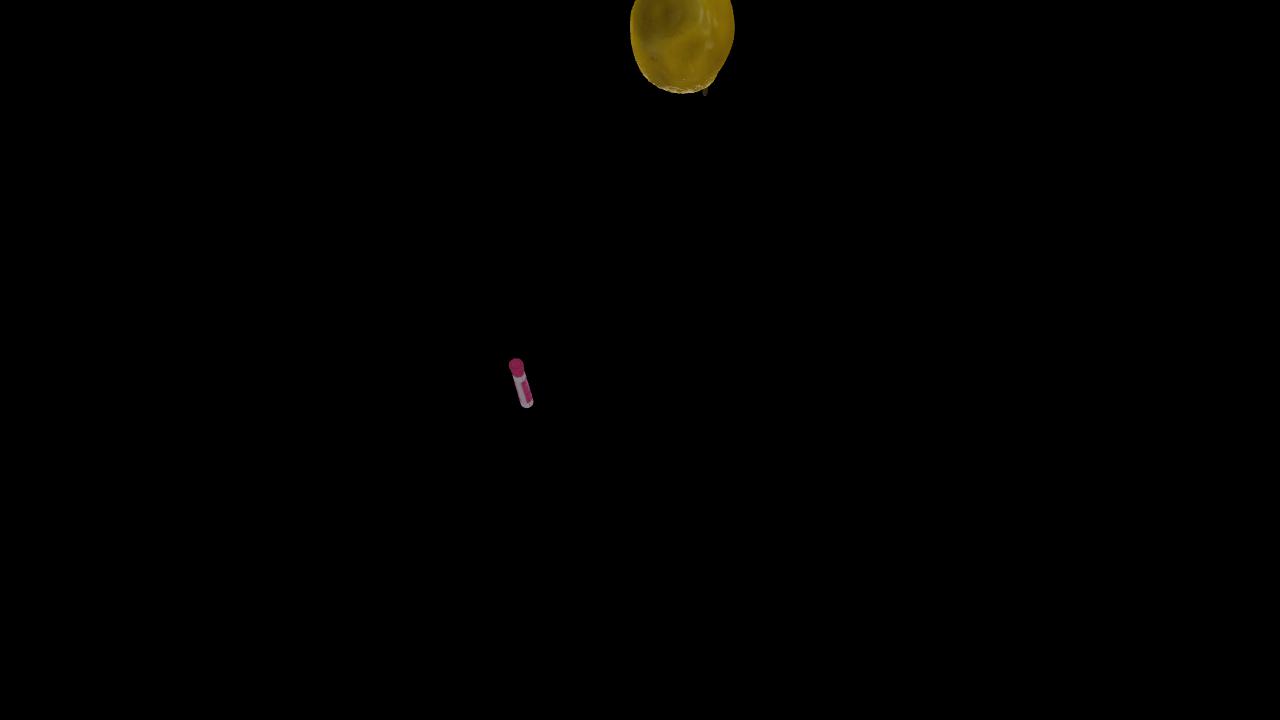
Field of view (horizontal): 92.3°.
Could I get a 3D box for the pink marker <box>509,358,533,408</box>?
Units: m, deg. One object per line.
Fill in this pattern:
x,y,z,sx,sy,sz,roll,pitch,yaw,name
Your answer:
-0.163,0.033,0.846,0.020,0.020,0.121,0,-29,-2,pink marker

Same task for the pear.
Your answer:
0.040,-0.234,0.457,0.080,0.080,0.111,0,7,23,pear
